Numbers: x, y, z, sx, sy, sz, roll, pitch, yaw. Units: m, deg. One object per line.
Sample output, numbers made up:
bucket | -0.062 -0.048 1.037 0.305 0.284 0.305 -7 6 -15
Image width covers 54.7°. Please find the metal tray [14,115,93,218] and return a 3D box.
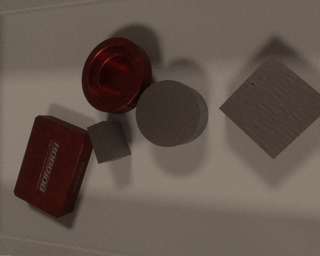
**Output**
metal tray | -0.158 0.055 0.462 0.090 0.030 0.129 21 97 18

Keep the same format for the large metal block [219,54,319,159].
large metal block | 0.128 -0.023 0.352 0.080 0.050 0.080 46 104 14

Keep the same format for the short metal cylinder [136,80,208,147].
short metal cylinder | 0.016 -0.017 0.391 0.080 0.050 0.079 0 90 19

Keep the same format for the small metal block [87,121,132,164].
small metal block | -0.068 0.018 0.420 0.025 0.050 0.050 -21 83 18

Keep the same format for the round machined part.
round machined part | -0.053 -0.066 0.413 0.098 0.042 0.097 -3 83 28
